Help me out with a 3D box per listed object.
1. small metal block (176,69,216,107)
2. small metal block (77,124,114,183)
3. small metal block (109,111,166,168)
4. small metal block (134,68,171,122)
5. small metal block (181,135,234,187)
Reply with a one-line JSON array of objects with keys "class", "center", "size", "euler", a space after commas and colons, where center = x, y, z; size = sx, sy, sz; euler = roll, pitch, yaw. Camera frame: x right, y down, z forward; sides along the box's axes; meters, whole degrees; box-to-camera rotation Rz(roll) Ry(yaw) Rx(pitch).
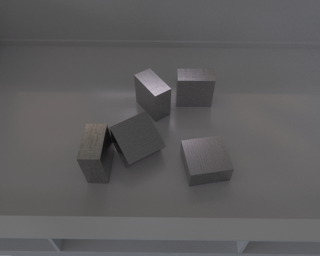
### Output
[{"class": "small metal block", "center": [0.049, -0.056, 0.436], "size": [0.050, 0.050, 0.025], "euler": [0, 50, 0]}, {"class": "small metal block", "center": [-0.073, 0.030, 0.362], "size": [0.025, 0.050, 0.050], "euler": [0, 50, 4]}, {"class": "small metal block", "center": [-0.029, 0.014, 0.380], "size": [0.050, 0.025, 0.050], "euler": [-26, 81, -21]}, {"class": "small metal block", "center": [-0.010, -0.045, 0.426], "size": [0.025, 0.050, 0.050], "euler": [-28, 56, -21]}, {"class": "small metal block", "center": [0.055, 0.039, 0.373], "size": [0.050, 0.025, 0.050], "euler": [-7, 50, -6]}]
